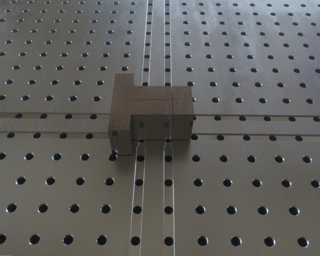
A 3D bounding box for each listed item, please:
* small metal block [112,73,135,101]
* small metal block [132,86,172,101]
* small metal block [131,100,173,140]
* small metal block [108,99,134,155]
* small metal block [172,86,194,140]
[{"bbox_3d":[-0.048,-0.039,0.423,0.025,0.050,0.050,0,50,0],"label":"small metal block"},{"bbox_3d":[-0.010,-0.029,0.415,0.050,0.050,0.025,0,50,-1],"label":"small metal block"},{"bbox_3d":[-0.010,-0.010,0.399,0.050,0.050,0.025,0,50,-1],"label":"small metal block"},{"bbox_3d":[-0.048,-0.001,0.390,0.025,0.050,0.050,0,50,0],"label":"small metal block"},{"bbox_3d":[0.028,-0.020,0.407,0.025,0.050,0.050,0,50,0],"label":"small metal block"}]
